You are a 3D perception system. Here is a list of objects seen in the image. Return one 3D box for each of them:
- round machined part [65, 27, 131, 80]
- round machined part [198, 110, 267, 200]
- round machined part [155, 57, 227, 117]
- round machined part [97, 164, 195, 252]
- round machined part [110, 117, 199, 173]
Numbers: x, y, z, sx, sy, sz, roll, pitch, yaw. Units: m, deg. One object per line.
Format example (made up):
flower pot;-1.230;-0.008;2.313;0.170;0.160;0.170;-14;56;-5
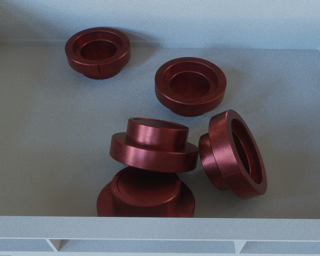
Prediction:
round machined part;-0.095;-0.114;0.488;0.099;0.042;0.098;0;50;0
round machined part;0.078;0.032;0.345;0.042;0.098;0.098;-25;44;28
round machined part;0.042;-0.054;0.440;0.099;0.042;0.098;0;50;0
round machined part;-0.014;0.071;0.312;0.099;0.042;0.098;1;27;0
round machined part;-0.004;0.015;0.347;0.099;0.042;0.098;9;8;-1
